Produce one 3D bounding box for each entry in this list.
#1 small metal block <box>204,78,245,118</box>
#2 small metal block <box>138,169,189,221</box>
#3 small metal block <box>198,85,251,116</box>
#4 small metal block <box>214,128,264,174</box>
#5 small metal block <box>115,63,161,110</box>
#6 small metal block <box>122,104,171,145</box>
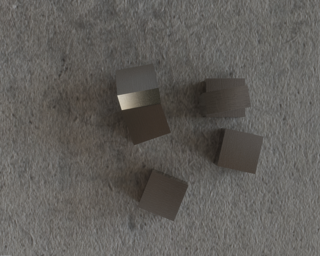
[{"bbox_3d":[0.085,-0.039,0.411,0.050,0.025,0.050,0,90,-1],"label":"small metal block"},{"bbox_3d":[0.004,0.088,0.410,0.050,0.025,0.050,22,90,-1],"label":"small metal block"},{"bbox_3d":[0.076,-0.032,0.374,0.050,0.050,0.025,-10,90,0],"label":"small metal block"},{"bbox_3d":[0.104,0.030,0.411,0.050,0.025,0.050,13,90,-1],"label":"small metal block"},{"bbox_3d":[-0.028,-0.053,0.396,0.050,0.025,0.050,-11,48,-1],"label":"small metal block"},{"bbox_3d":[-0.018,-0.009,0.410,0.050,0.025,0.050,-19,90,-1],"label":"small metal block"}]
